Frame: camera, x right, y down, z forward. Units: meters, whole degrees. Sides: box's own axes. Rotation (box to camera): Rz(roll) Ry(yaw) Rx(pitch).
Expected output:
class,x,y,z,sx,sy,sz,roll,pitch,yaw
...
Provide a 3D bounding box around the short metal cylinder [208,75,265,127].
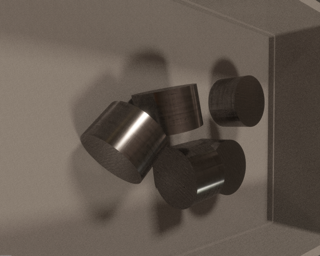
class,x,y,z,sx,sy,sz,roll,pitch,yaw
short metal cylinder,0.124,-0.042,0.497,0.081,0.050,0.079,0,90,-40

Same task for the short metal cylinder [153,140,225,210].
class,x,y,z,sx,sy,sz,roll,pitch,yaw
short metal cylinder,0.036,0.059,0.403,0.050,0.080,0.079,-11,98,-40

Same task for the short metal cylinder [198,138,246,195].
class,x,y,z,sx,sy,sz,roll,pitch,yaw
short metal cylinder,0.084,0.056,0.463,0.081,0.050,0.079,0,90,-40

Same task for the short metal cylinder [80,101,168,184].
class,x,y,z,sx,sy,sz,roll,pitch,yaw
short metal cylinder,-0.039,0.016,0.340,0.050,0.080,0.080,-53,121,-27

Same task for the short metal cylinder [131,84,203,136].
class,x,y,z,sx,sy,sz,roll,pitch,yaw
short metal cylinder,0.009,-0.023,0.381,0.081,0.080,0.050,-18,102,-39
